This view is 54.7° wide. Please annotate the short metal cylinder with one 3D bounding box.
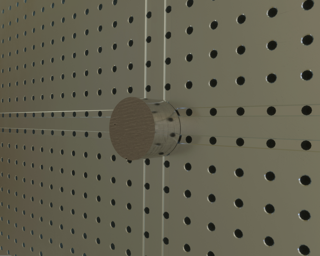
[{"bbox_3d":[-0.021,0.001,0.407,0.080,0.050,0.079,0,90,39],"label":"short metal cylinder"}]
